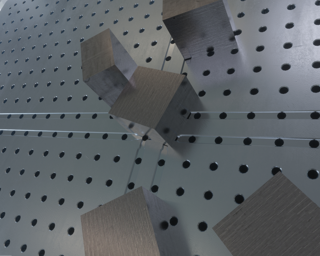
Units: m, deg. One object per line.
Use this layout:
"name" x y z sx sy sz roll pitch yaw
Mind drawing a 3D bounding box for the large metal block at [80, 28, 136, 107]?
"large metal block" -0.072 -0.086 0.465 0.050 0.080 0.080 -24 53 14

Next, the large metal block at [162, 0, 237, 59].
"large metal block" 0.057 -0.152 0.437 0.080 0.080 0.050 -13 57 21

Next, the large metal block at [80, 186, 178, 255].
"large metal block" -0.033 0.122 0.336 0.080 0.050 0.080 -27 52 11

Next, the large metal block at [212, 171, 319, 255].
"large metal block" 0.108 0.100 0.274 0.080 0.050 0.080 -40 51 0

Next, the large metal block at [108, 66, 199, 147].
"large metal block" -0.008 -0.031 0.416 0.080 0.050 0.080 19 72 35
